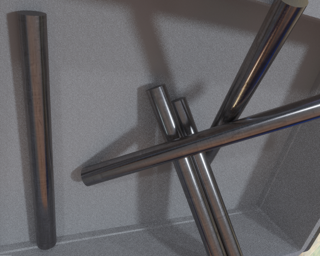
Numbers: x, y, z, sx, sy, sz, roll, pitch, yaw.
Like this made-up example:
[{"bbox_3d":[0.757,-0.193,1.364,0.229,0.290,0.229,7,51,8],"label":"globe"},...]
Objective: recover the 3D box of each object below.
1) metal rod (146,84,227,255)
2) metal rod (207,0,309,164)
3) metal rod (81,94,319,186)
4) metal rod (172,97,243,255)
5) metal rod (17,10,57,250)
[{"bbox_3d":[0.046,0.086,0.412,0.025,0.025,0.298,-24,103,-14],"label":"metal rod"},{"bbox_3d":[0.082,-0.019,0.365,0.025,0.025,0.298,-16,150,-20],"label":"metal rod"},{"bbox_3d":[0.044,0.018,0.364,0.301,0.025,0.025,-18,131,14],"label":"metal rod"},{"bbox_3d":[0.075,0.100,0.432,0.025,0.025,0.298,-24,102,-14],"label":"metal rod"},{"bbox_3d":[-0.135,0.026,0.351,0.025,0.025,0.298,-7,122,-26],"label":"metal rod"}]
